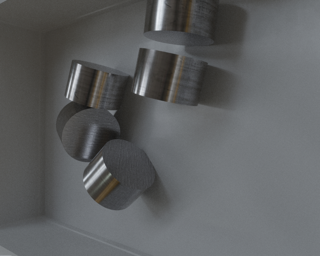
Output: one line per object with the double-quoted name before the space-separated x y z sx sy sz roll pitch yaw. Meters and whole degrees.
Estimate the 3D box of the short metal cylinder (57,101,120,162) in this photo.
"short metal cylinder" -0.104 0.002 0.446 0.050 0.081 0.079 38 115 57

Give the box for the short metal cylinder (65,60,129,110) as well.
"short metal cylinder" -0.090 -0.062 0.443 0.080 0.081 0.050 27 107 36

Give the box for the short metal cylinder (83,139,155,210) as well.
"short metal cylinder" -0.054 0.061 0.413 0.050 0.081 0.080 -47 62 29

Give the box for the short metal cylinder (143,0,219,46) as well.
"short metal cylinder" 0.024 -0.126 0.350 0.080 0.081 0.050 11 97 39

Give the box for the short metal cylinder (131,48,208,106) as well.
"short metal cylinder" 0.011 -0.059 0.361 0.080 0.081 0.050 20 103 38
